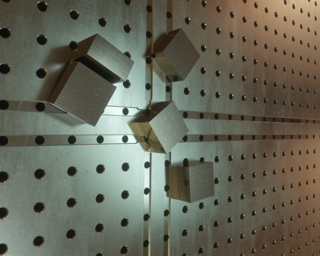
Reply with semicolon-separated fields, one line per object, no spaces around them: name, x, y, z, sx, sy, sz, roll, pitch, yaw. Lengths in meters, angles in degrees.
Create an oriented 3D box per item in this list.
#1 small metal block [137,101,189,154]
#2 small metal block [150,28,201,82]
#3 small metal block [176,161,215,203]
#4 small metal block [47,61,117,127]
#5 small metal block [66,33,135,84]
small metal block;0.005;-0.001;0.412;0.050;0.025;0.050;-43;116;-31
small metal block;0.023;-0.099;0.427;0.050;0.025;0.050;48;61;-29
small metal block;0.052;0.077;0.452;0.050;0.025;0.050;-6;94;-40
small metal block;-0.083;-0.036;0.333;0.050;0.025;0.050;33;79;-35
small metal block;-0.065;-0.072;0.337;0.050;0.050;0.025;33;69;-35
